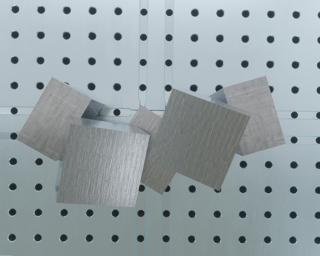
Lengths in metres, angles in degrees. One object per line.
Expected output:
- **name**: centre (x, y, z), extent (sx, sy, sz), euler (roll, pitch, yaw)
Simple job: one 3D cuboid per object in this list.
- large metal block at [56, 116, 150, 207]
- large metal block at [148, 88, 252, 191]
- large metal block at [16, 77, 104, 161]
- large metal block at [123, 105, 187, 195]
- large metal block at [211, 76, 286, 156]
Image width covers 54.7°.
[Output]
- **large metal block**: centre (-0.064, 0.036, 0.334), extent (0.081, 0.050, 0.079), euler (9, 97, -21)
- **large metal block**: centre (0.044, 0.008, 0.332), extent (0.080, 0.050, 0.079), euler (22, 103, 15)
- **large metal block**: centre (-0.118, -0.010, 0.384), extent (0.050, 0.080, 0.080), euler (30, 90, -1)
- **large metal block**: centre (-0.010, 0.026, 0.400), extent (0.080, 0.050, 0.080), euler (32, 90, -1)
- **large metal block**: centre (0.106, -0.014, 0.387), extent (0.050, 0.080, 0.080), euler (-16, 90, 0)
